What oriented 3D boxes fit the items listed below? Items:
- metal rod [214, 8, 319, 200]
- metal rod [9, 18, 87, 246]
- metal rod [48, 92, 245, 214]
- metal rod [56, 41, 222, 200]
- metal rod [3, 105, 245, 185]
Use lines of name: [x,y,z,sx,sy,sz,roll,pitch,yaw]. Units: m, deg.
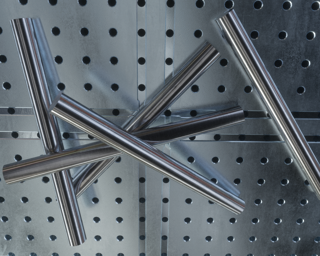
metal rod: [0.159,-0.018,0.409,0.025,0.025,0.299,-33,107,11]
metal rod: [-0.140,0.016,0.399,0.025,0.025,0.298,-9,104,3]
metal rod: [0.004,0.045,0.387,0.301,0.025,0.025,33,107,-29]
metal rod: [-0.037,0.004,0.414,0.025,0.025,0.299,42,104,-14]
metal rod: [-0.039,0.019,0.391,0.302,0.025,0.025,-14,110,-7]
